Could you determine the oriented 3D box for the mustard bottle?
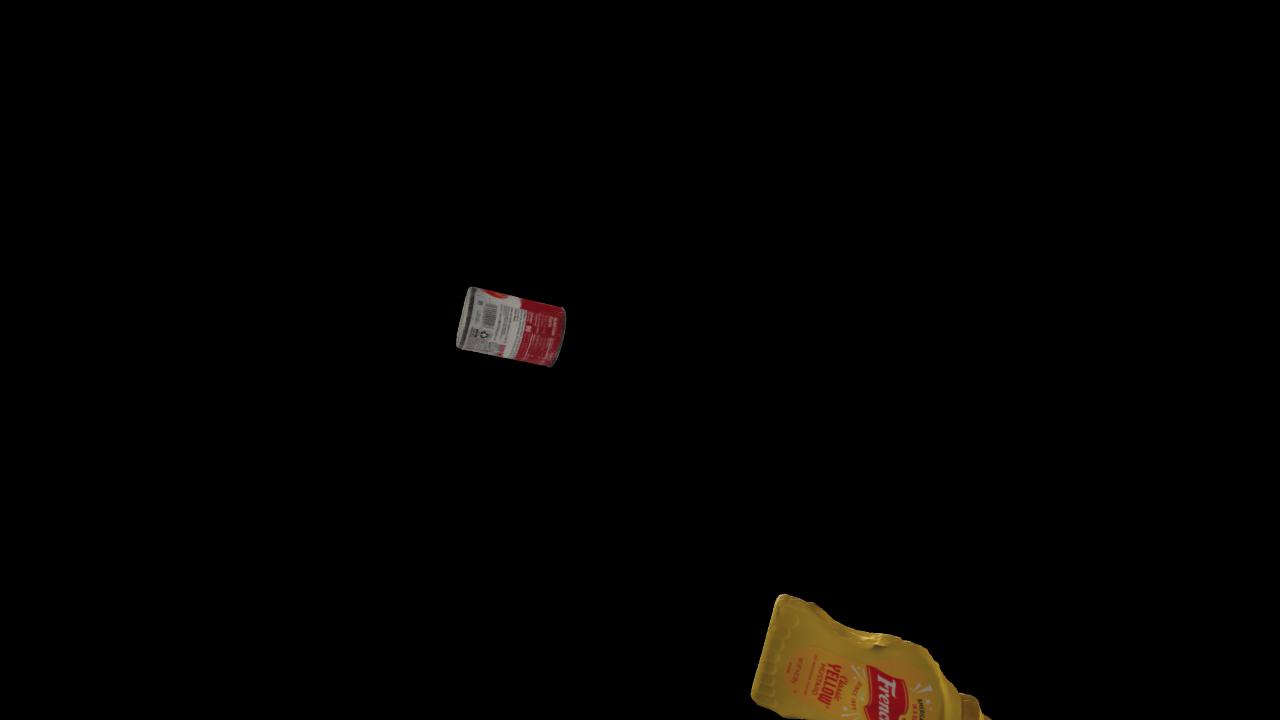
[{"bbox_3d":[0.188,0.260,0.486,0.184,0.092,0.054,15,-4,19],"label":"mustard bottle"}]

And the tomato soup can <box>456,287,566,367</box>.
[{"bbox_3d":[-0.137,-0.034,0.650,0.101,0.068,0.068,12,-4,-22],"label":"tomato soup can"}]
